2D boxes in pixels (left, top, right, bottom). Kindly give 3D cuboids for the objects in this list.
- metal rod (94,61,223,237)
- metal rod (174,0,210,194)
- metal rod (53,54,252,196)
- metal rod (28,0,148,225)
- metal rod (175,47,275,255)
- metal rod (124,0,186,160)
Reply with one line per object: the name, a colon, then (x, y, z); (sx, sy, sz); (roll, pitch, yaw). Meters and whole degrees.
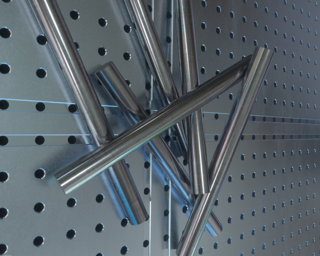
metal rod: (0.010, 0.044, 0.416); (0.025, 0.025, 0.300); (-48, 119, -29)
metal rod: (0.041, -0.064, 0.416); (0.025, 0.025, 0.299); (0, 82, -40)
metal rod: (0.016, -0.017, 0.369); (0.302, 0.025, 0.025); (-33, 111, -25)
metal rod: (-0.077, -0.021, 0.343); (0.025, 0.025, 0.299); (-33, 110, -35)
metal rod: (0.084, 0.040, 0.416); (0.025, 0.025, 0.298); (14, 99, -39)
metal rod: (-0.007, -0.094, 0.402); (0.025, 0.025, 0.299); (-34, 111, -35)
